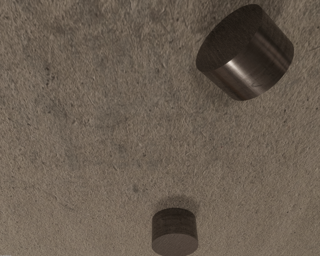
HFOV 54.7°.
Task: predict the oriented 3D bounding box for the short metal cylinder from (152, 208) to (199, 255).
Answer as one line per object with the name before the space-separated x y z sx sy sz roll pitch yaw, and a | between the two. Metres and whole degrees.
short metal cylinder | 0.026 0.186 0.550 0.081 0.050 0.079 0 130 0

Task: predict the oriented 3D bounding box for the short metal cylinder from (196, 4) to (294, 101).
short metal cylinder | 0.083 -0.074 0.309 0.050 0.080 0.080 35 122 -26
